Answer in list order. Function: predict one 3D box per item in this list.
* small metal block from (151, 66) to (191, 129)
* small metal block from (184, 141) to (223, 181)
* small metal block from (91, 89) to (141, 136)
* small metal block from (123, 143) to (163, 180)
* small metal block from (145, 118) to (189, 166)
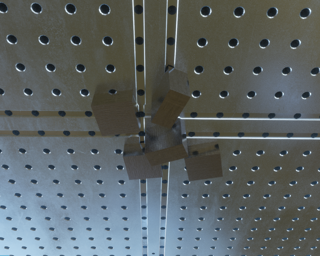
[{"bbox_3d":[0.011,-0.036,0.365,0.025,0.050,0.050,19,127,-16],"label":"small metal block"},{"bbox_3d":[0.063,0.049,0.455,0.050,0.025,0.050,-9,130,7],"label":"small metal block"},{"bbox_3d":[-0.054,-0.019,0.395,0.050,0.025,0.050,-7,130,5],"label":"small metal block"},{"bbox_3d":[-0.024,0.048,0.453,0.050,0.025,0.050,-5,130,4],"label":"small metal block"},{"bbox_3d":[0.008,0.019,0.411,0.050,0.050,0.025,-16,129,12],"label":"small metal block"}]
